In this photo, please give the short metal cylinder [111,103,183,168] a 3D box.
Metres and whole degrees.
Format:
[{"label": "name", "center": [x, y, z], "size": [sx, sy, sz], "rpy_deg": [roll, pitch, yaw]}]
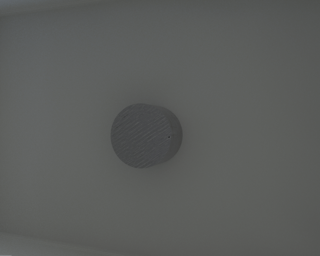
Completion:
[{"label": "short metal cylinder", "center": [-0.016, 0.010, 0.402], "size": [0.080, 0.050, 0.079], "rpy_deg": [0, 90, 19]}]
